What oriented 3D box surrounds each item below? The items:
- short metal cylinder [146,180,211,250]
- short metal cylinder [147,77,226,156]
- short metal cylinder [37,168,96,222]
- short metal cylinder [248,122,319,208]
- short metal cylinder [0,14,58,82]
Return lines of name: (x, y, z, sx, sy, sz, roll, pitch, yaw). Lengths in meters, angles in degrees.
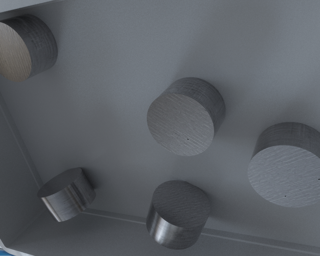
short metal cylinder: (0.024, 0.120, 0.433, 0.080, 0.080, 0.050, 24, 127, 13)
short metal cylinder: (0.032, -0.014, 0.366, 0.080, 0.050, 0.079, 13, 124, 20)
short metal cylinder: (-0.156, 0.111, 0.521, 0.080, 0.080, 0.050, -13, 112, 33)
short metal cylinder: (0.143, 0.040, 0.342, 0.080, 0.050, 0.079, 13, 124, 20)
short metal cylinder: (-0.189, -0.109, 0.422, 0.080, 0.050, 0.079, 13, 124, 20)
